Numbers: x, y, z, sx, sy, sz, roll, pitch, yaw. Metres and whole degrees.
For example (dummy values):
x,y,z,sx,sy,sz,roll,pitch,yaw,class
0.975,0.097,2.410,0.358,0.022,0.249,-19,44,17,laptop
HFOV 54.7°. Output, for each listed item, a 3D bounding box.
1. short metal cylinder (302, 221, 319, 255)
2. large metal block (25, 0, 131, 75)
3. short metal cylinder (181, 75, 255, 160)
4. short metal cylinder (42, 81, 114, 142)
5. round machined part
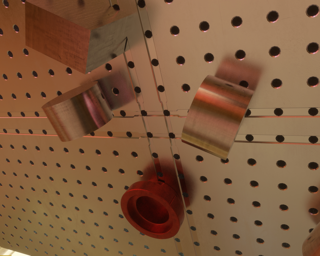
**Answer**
x,y,z,sx,sy,sz,roll,pitch,yaw,class
0.213,0.141,0.351,0.080,0.080,0.050,24,127,14,short metal cylinder
-0.092,-0.113,0.355,0.080,0.080,0.050,27,128,11,large metal block
0.063,-0.012,0.335,0.050,0.080,0.079,23,127,14,short metal cylinder
-0.110,-0.024,0.419,0.080,0.080,0.050,-11,113,33,short metal cylinder
-0.008,0.120,0.479,0.098,0.042,0.097,13,124,21,round machined part
